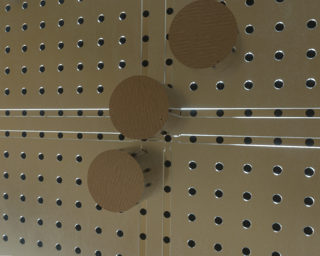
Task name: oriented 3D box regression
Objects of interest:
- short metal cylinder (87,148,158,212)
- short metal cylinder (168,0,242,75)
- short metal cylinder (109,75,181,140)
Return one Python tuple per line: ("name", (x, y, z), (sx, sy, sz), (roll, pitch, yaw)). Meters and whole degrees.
("short metal cylinder", (-0.049, 0.067, 0.416), (0.080, 0.050, 0.079), (0, 90, 19))
("short metal cylinder", (0.056, -0.108, 0.379), (0.080, 0.050, 0.079), (0, 90, 19))
("short metal cylinder", (-0.019, -0.025, 0.405), (0.080, 0.050, 0.079), (0, 90, 19))
